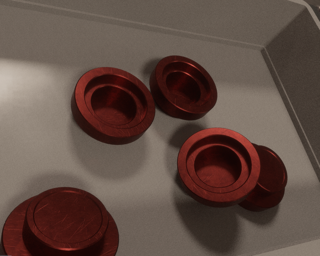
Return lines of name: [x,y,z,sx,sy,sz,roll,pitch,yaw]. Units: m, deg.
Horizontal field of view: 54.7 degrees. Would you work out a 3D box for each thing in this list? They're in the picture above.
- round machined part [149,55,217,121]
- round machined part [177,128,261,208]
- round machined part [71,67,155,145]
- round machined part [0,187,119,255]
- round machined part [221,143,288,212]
round machined part: [0.029,-0.053,0.444,0.099,0.042,0.098,14,56,-21]
round machined part: [0.071,0.051,0.386,0.099,0.042,0.098,-2,59,4]
round machined part: [-0.059,-0.023,0.378,0.099,0.042,0.098,14,56,-21]
round machined part: [-0.083,0.090,0.271,0.099,0.042,0.098,17,28,-9]
round machined part: [0.137,0.063,0.432,0.099,0.042,0.098,14,56,-21]
